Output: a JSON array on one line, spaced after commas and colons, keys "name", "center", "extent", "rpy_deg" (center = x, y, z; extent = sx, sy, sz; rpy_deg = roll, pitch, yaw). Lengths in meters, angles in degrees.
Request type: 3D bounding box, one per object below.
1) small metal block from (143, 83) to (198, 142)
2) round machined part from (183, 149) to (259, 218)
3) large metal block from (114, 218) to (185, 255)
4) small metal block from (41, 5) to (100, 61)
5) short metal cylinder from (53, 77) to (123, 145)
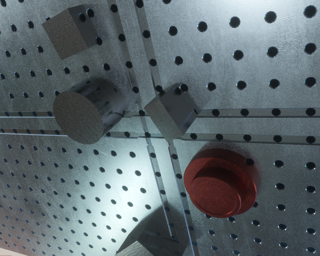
[{"name": "small metal block", "center": [0.014, -0.019, 0.375], "extent": [0.025, 0.050, 0.050], "rpy_deg": [-26, 105, 37]}, {"name": "round machined part", "center": [0.077, 0.079, 0.408], "extent": [0.098, 0.042, 0.097], "rpy_deg": [13, 124, 20]}, {"name": "large metal block", "center": [-0.018, 0.216, 0.536], "extent": [0.080, 0.050, 0.080], "rpy_deg": [42, 129, -2]}, {"name": "small metal block", "center": [-0.114, -0.121, 0.395], "extent": [0.050, 0.025, 0.050], "rpy_deg": [-13, 112, 33]}, {"name": "short metal cylinder", "center": [-0.099, -0.024, 0.430], "extent": [0.080, 0.050, 0.079], "rpy_deg": [13, 124, 20]}]
